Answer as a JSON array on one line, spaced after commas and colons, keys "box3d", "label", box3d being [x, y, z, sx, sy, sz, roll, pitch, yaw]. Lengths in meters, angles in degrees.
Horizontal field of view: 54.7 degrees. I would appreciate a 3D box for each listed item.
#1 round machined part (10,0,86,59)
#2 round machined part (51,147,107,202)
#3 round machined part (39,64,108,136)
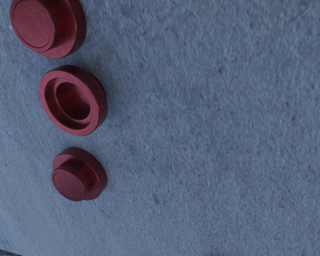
[{"box3d": [-0.146, -0.134, 0.388, 0.098, 0.042, 0.097, 13, 124, 20], "label": "round machined part"}, {"box3d": [-0.142, 0.084, 0.520, 0.098, 0.042, 0.097, 13, 124, 20], "label": "round machined part"}, {"box3d": [-0.114, -0.041, 0.428, 0.098, 0.042, 0.097, 13, 124, 20], "label": "round machined part"}]
